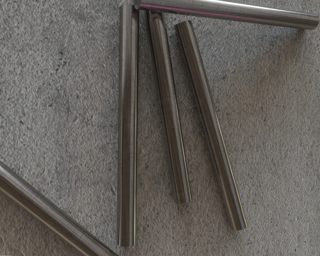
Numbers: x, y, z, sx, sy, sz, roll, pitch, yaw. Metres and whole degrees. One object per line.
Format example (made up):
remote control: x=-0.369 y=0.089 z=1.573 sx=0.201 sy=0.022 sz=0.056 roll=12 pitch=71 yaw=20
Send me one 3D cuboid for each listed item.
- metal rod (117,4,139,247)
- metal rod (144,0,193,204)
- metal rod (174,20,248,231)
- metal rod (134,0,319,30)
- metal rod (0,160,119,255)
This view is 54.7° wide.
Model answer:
metal rod: x=-0.040 y=-0.003 z=0.393 sx=0.025 sy=0.025 sz=0.298 roll=1 pitch=90 yaw=-20
metal rod: x=0.009 y=-0.049 z=0.411 sx=0.025 sy=0.025 sz=0.298 roll=-10 pitch=94 yaw=-20
metal rod: x=0.073 y=0.001 z=0.435 sx=0.025 sy=0.025 sz=0.298 roll=-19 pitch=96 yaw=-19
metal rod: x=0.109 y=-0.162 z=0.433 sx=0.303 sy=0.025 sz=0.025 roll=-4 pitch=91 yaw=-26
metal rod: x=-0.147 y=0.083 z=0.354 sx=0.300 sy=0.025 sz=0.025 roll=45 pitch=76 yaw=-15
